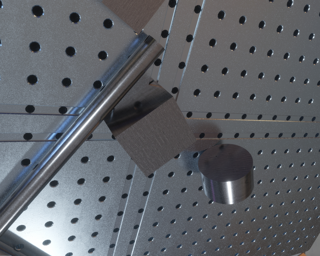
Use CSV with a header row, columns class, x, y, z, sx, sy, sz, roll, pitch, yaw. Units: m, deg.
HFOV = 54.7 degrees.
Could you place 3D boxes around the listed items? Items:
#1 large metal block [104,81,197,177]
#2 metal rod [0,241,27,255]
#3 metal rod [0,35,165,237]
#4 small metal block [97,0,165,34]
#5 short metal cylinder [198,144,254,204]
class,x,y,z,sx,sy,sz,roll,pitch,yaw
large metal block,-0.012,0.002,0.391,0.080,0.050,0.080,-36,130,-5
metal rod,-0.213,0.151,0.388,0.025,0.025,0.299,-36,130,-4
metal rod,-0.103,0.014,0.364,0.300,0.025,0.025,-48,129,5
small metal block,-0.028,-0.134,0.314,0.050,0.025,0.050,33,100,-39
short metal cylinder,0.102,0.069,0.477,0.081,0.080,0.050,-25,128,-14
